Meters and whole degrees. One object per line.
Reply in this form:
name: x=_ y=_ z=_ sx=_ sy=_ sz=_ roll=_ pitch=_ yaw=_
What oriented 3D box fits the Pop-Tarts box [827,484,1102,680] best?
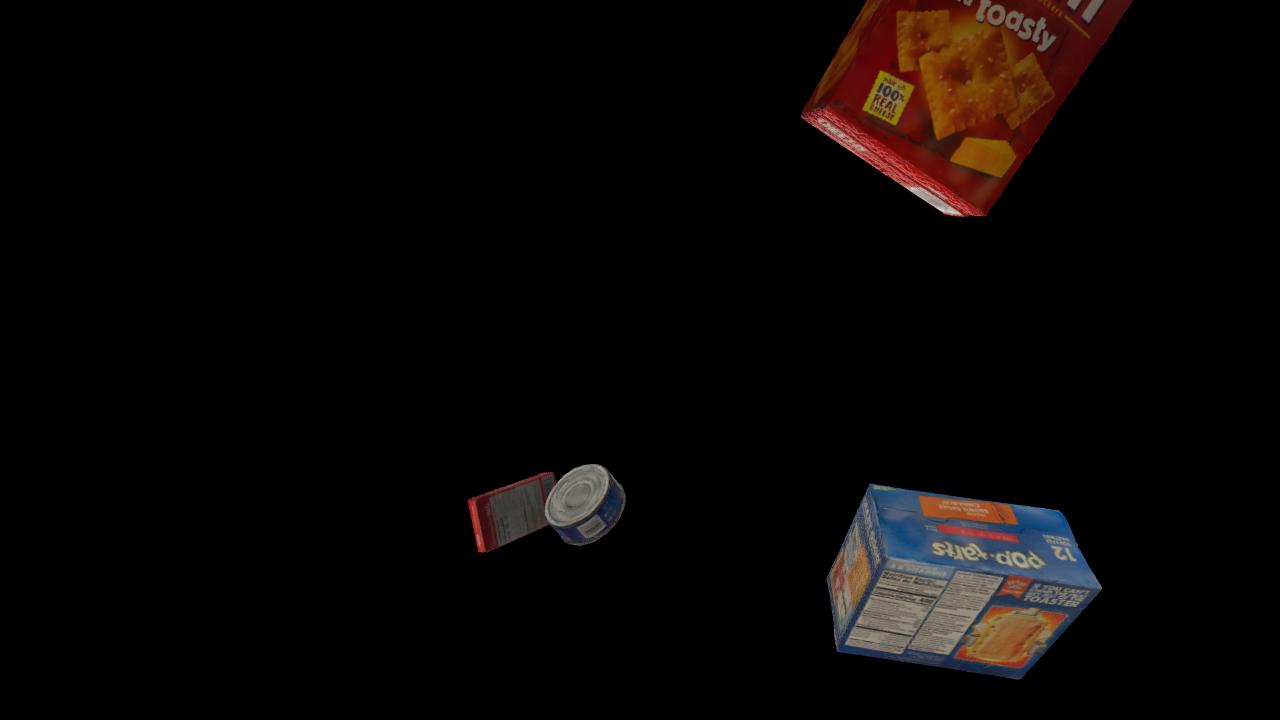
Pop-Tarts box: x=0.268 y=0.195 z=0.540 sx=0.167 sy=0.141 sz=0.083 roll=7 pitch=36 yaw=1

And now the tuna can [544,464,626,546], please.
tuna can: x=-0.059 y=0.152 z=0.654 sx=0.084 sy=0.034 sz=0.084 roll=-24 pitch=33 yaw=16

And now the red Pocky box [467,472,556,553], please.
red Pocky box: x=-0.192 y=0.235 z=0.965 sx=0.028 sy=0.083 sz=0.155 roll=-9 pitch=1 yaw=42

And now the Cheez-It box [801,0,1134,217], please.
Cheez-It box: x=0.258 y=-0.250 z=0.480 sx=0.166 sy=0.223 sz=0.071 roll=28 pitch=11 yaw=-13
